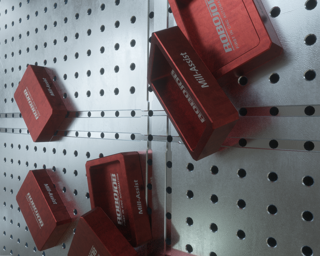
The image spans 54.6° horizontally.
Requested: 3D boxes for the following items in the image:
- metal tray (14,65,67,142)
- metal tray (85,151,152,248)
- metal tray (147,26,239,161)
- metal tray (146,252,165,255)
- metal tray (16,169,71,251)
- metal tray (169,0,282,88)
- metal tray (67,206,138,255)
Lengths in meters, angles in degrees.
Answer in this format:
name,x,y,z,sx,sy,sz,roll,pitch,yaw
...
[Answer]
name,x,y,z,sx,sy,sz,roll,pitch,yaw
metal tray,-0.235,-0.048,0.603,0.090,0.030,0.130,-49,61,29
metal tray,-0.064,0.106,0.460,0.090,0.030,0.129,-16,80,39
metal tray,0.029,-0.038,0.351,0.130,0.030,0.090,61,161,22
metal tray,0.013,0.238,0.396,0.090,0.030,0.129,-1,90,40
metal tray,-0.227,0.155,0.596,0.130,0.030,0.090,51,120,28
metal tray,0.068,-0.121,0.350,0.090,0.030,0.130,-28,72,36
metal tray,-0.088,0.185,0.448,0.090,0.030,0.129,44,133,21
